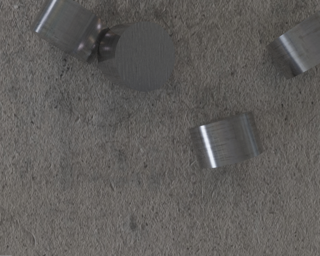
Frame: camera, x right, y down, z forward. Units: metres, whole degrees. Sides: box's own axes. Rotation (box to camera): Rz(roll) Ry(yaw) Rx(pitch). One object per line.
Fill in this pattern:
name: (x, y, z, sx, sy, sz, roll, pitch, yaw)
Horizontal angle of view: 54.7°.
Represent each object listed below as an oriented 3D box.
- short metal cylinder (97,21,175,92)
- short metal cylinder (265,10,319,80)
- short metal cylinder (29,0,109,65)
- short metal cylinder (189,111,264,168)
short metal cylinder: (-0.029, -0.087, 0.378, 0.081, 0.050, 0.079, -10, 108, -32)
short metal cylinder: (0.180, -0.103, 0.384, 0.080, 0.080, 0.050, -33, 90, 0)
short metal cylinder: (-0.110, -0.120, 0.381, 0.080, 0.080, 0.050, 29, 90, 0)
short metal cylinder: (0.081, 0.014, 0.383, 0.080, 0.080, 0.050, -16, 90, 0)
